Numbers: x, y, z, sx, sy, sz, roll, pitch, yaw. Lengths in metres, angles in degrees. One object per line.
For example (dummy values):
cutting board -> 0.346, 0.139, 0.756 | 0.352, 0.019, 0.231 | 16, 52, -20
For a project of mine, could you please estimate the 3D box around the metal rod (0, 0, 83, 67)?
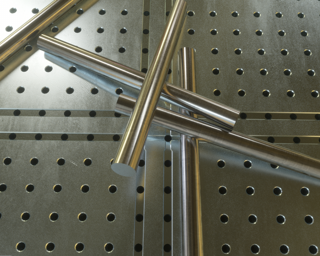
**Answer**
metal rod -> -0.166, -0.174, 0.473 | 0.025, 0.025, 0.301 | 40, 74, 13

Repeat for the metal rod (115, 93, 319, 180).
metal rod -> 0.092, 0.016, 0.386 | 0.302, 0.025, 0.025 | 18, 71, -2

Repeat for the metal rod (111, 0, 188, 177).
metal rod -> -0.002, -0.074, 0.392 | 0.025, 0.025, 0.300 | 13, 53, 4

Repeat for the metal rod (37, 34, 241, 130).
metal rod -> -0.039, -0.068, 0.418 | 0.301, 0.025, 0.025 | 24, 72, 15

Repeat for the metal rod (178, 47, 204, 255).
metal rod -> 0.038, 0.029, 0.401 | 0.025, 0.025, 0.299 | 0, 70, 0
